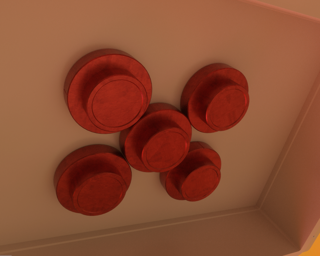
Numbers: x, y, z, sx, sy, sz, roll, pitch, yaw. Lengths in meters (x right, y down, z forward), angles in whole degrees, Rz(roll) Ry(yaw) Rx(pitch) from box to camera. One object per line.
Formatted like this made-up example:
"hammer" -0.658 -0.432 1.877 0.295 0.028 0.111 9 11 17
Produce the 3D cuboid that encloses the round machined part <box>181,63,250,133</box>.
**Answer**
"round machined part" 0.081 -0.035 0.421 0.099 0.042 0.097 -14 125 -21

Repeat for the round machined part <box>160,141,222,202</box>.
"round machined part" 0.053 0.073 0.472 0.099 0.042 0.097 -14 125 -21

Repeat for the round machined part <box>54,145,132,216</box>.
"round machined part" -0.082 0.073 0.398 0.099 0.042 0.097 -14 125 -21

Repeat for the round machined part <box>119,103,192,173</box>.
"round machined part" 0.000 0.020 0.409 0.099 0.042 0.097 -14 125 -21

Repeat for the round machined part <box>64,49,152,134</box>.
"round machined part" -0.053 -0.035 0.346 0.099 0.042 0.097 -14 125 -21
